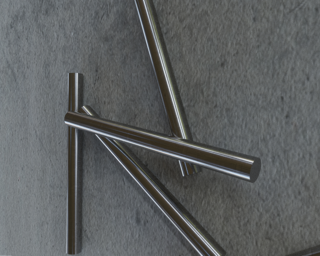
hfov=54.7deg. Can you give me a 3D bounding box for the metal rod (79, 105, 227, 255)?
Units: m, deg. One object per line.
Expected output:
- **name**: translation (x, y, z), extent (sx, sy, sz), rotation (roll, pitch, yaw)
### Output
- **metal rod**: translation (-0.028, 0.061, 0.425), extent (0.300, 0.025, 0.025), rotation (43, 116, 31)

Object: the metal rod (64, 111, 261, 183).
- **metal rod**: translation (-0.023, 0.013, 0.388), extent (0.300, 0.025, 0.025), rotation (14, 99, 38)

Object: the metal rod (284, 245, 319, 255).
- **metal rod**: translation (0.059, 0.188, 0.355), extent (0.299, 0.025, 0.025), rotation (-37, 67, 33)

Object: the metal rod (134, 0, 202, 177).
- **metal rod**: translation (0.001, -0.086, 0.402), extent (0.025, 0.025, 0.299), rotation (-24, 75, 37)

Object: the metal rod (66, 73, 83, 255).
- **metal rod**: translation (-0.143, 0.059, 0.519), extent (0.025, 0.025, 0.298), rotation (1, 91, 39)
